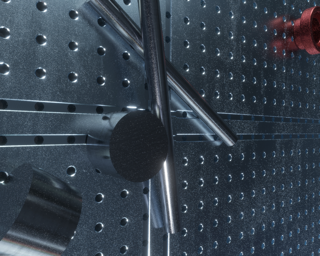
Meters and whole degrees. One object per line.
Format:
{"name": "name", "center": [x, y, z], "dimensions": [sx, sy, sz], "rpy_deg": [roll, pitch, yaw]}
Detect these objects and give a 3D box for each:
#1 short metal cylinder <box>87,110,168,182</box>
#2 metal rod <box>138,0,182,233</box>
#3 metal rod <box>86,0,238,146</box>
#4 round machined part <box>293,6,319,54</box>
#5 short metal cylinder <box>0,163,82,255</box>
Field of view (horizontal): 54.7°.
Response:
{"name": "short metal cylinder", "center": [-0.037, 0.020, 0.362], "dimensions": [0.081, 0.050, 0.080], "rpy_deg": [0, 90, -40]}
{"name": "metal rod", "center": [0.002, -0.006, 0.390], "dimensions": [0.025, 0.025, 0.298], "rpy_deg": [-17, 107, -39]}
{"name": "metal rod", "center": [0.021, -0.065, 0.426], "dimensions": [0.300, 0.025, 0.025], "rpy_deg": [42, 65, -32]}
{"name": "round machined part", "center": [0.325, -0.208, 0.669], "dimensions": [0.099, 0.042, 0.097], "rpy_deg": [0, 90, -40]}
{"name": "short metal cylinder", "center": [-0.116, 0.078, 0.276], "dimensions": [0.050, 0.080, 0.080], "rpy_deg": [37, 67, -34]}
